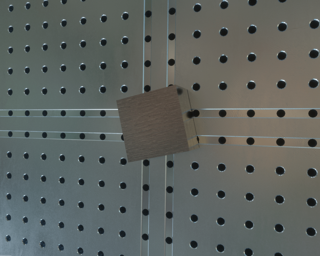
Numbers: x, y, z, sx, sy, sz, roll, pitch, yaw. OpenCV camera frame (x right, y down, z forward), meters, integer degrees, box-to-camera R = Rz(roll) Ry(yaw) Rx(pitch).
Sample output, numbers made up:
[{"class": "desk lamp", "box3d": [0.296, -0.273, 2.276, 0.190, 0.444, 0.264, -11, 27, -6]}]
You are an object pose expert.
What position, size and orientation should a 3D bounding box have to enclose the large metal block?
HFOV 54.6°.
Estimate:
[{"class": "large metal block", "box3d": [-0.002, -0.004, 0.399, 0.080, 0.050, 0.080, -13, 86, 19]}]
